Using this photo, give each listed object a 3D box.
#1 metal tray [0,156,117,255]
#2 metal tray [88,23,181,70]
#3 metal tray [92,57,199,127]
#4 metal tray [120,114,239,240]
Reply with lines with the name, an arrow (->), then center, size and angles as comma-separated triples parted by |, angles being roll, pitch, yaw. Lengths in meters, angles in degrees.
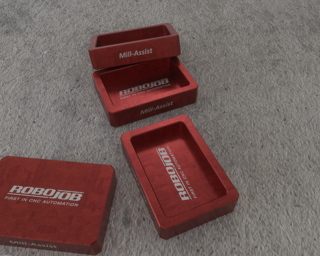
metal tray -> -0.120, 0.080, 0.332 | 0.131, 0.030, 0.090 | 5, 50, 4
metal tray -> -0.040, -0.129, 0.481 | 0.131, 0.030, 0.090 | -10, 31, -2
metal tray -> -0.022, -0.059, 0.449 | 0.131, 0.030, 0.090 | -18, 52, -15
metal tray -> 0.018, 0.049, 0.358 | 0.091, 0.030, 0.130 | -18, 52, -15
